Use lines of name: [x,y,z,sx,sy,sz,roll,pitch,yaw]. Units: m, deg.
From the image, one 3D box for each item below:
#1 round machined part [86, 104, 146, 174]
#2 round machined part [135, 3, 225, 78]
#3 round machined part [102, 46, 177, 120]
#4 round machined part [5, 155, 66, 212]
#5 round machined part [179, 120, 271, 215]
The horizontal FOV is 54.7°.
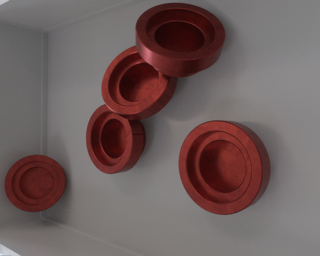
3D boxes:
round machined part: [-0.059,0.015,0.445,0.098,0.042,0.097,0,90,40]
round machined part: [0.021,-0.096,0.354,0.098,0.099,0.042,52,156,27]
round machined part: [-0.023,-0.055,0.400,0.098,0.042,0.098,-9,66,23]
round machined part: [-0.219,0.098,0.553,0.042,0.099,0.097,148,115,-75]
round machined part: [0.072,0.041,0.336,0.098,0.042,0.097,0,90,40]
